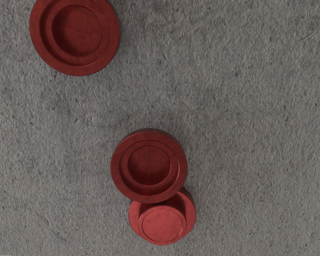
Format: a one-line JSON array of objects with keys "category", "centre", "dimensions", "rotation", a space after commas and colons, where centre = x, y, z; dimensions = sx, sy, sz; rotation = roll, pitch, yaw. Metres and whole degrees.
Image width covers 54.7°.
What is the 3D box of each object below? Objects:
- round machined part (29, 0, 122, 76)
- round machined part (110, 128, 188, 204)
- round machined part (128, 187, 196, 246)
[{"category": "round machined part", "centre": [-0.093, -0.112, 0.358], "dimensions": [0.099, 0.042, 0.097], "rotation": [0, 110, 0]}, {"category": "round machined part", "centre": [-0.014, 0.047, 0.414], "dimensions": [0.099, 0.042, 0.097], "rotation": [0, 103, -1]}, {"category": "round machined part", "centre": [0.003, 0.129, 0.448], "dimensions": [0.099, 0.042, 0.097], "rotation": [0, 110, 0]}]
